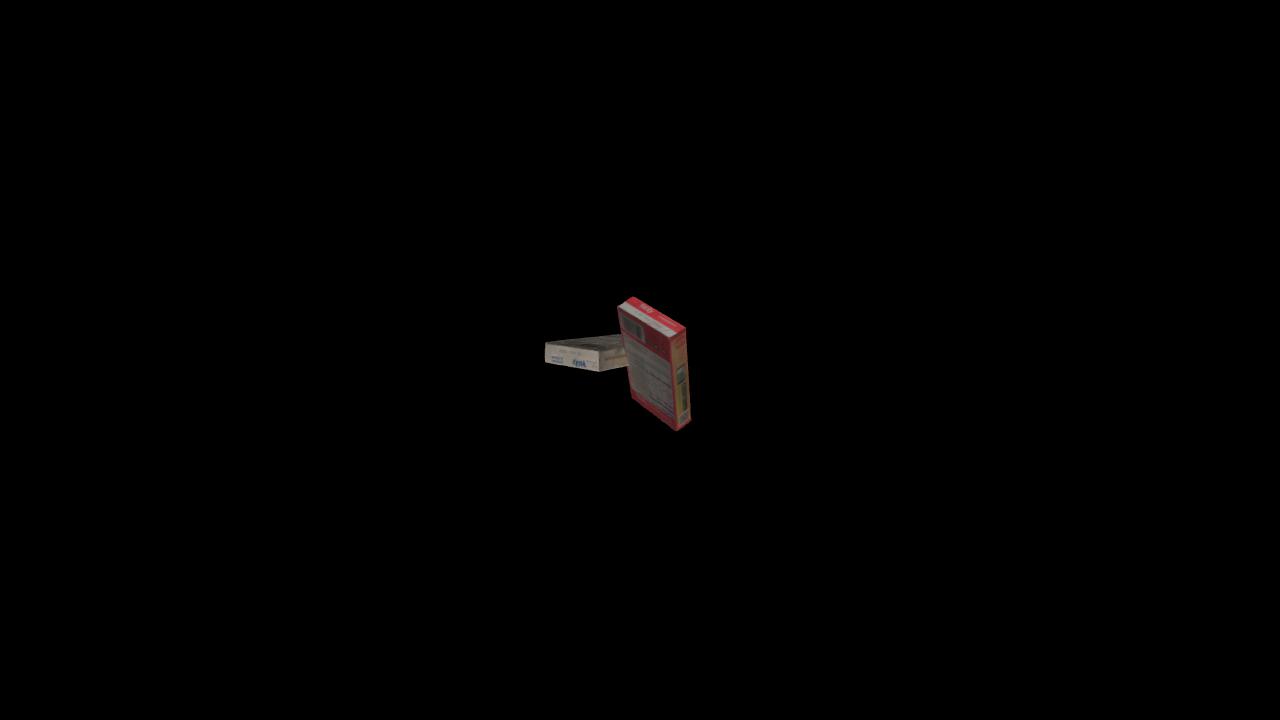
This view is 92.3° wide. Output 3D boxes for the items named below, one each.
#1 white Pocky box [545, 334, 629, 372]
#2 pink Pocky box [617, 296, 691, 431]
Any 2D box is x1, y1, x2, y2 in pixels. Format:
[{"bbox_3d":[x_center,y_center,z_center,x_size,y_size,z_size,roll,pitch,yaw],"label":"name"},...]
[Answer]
[{"bbox_3d":[-0.037,-0.012,0.764,0.084,0.028,0.154,7,10,32],"label":"white Pocky box"},{"bbox_3d":[0.019,0.007,0.709,0.029,0.155,0.084,-36,50,-26],"label":"pink Pocky box"}]
